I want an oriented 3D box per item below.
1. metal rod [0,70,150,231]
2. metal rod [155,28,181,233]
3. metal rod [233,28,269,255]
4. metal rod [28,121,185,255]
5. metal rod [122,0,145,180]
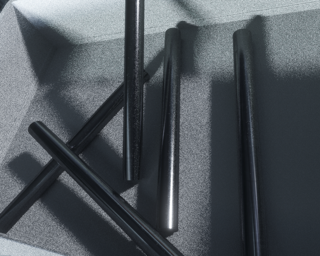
[{"bbox_3d":[-0.124,0.025,0.455,0.300,0.025,0.025,-48,51,-6],"label":"metal rod"},{"bbox_3d":[0.014,-0.019,0.409,0.025,0.025,0.299,-11,57,22],"label":"metal rod"},{"bbox_3d":[0.099,0.003,0.351,0.025,0.025,0.299,-8,58,24],"label":"metal rod"},{"bbox_3d":[-0.083,0.069,0.380,0.300,0.025,0.025,33,81,34],"label":"metal rod"},{"bbox_3d":[-0.033,-0.085,0.397,0.025,0.025,0.298,-2,86,27],"label":"metal rod"}]
